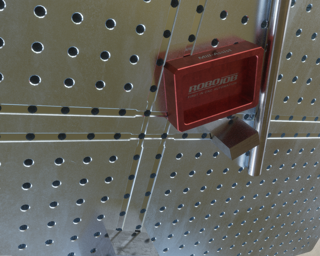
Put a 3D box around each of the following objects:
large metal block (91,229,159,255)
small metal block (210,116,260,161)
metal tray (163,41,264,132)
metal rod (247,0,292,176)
[{"bbox_3d":[-0.061,0.213,0.493,0.080,0.050,0.080,19,108,-36],"label":"large metal block"},{"bbox_3d":[0.112,0.015,0.465,0.050,0.050,0.025,-28,128,-11],"label":"small metal block"},{"bbox_3d":[0.073,-0.056,0.412,0.131,0.030,0.089,-18,126,-18],"label":"metal tray"},{"bbox_3d":[0.160,-0.048,0.468,0.025,0.025,0.298,-16,125,-19],"label":"metal rod"}]
